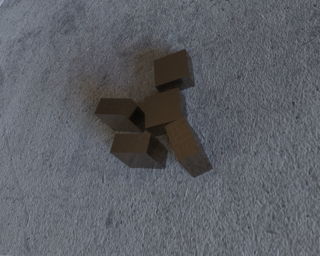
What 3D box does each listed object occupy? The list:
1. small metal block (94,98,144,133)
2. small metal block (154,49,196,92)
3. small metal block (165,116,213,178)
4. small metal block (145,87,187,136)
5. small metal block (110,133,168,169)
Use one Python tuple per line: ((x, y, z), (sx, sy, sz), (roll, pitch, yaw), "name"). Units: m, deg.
((-0.052, -0.017, 0.426), (0.050, 0.050, 0.025), (3, 64, 30), "small metal block")
((0.020, -0.079, 0.442), (0.050, 0.025, 0.050), (-16, 55, 19), "small metal block")
((0.034, 0.023, 0.356), (0.025, 0.050, 0.050), (-28, 52, 11), "small metal block")
((0.008, -0.021, 0.412), (0.050, 0.025, 0.050), (-15, 55, 19), "small metal block")
((-0.025, 0.029, 0.383), (0.050, 0.050, 0.025), (-2, 61, 27), "small metal block")
